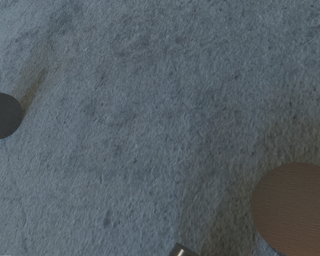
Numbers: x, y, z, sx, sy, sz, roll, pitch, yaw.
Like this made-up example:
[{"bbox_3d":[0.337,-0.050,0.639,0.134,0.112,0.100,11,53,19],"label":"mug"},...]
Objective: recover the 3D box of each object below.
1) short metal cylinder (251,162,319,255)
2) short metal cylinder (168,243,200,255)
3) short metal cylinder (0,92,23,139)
[{"bbox_3d":[0.126,0.077,0.274,0.080,0.050,0.080,-13,56,20],"label":"short metal cylinder"},{"bbox_3d":[0.034,0.143,0.262,0.080,0.080,0.050,25,75,36],"label":"short metal cylinder"},{"bbox_3d":[-0.288,-0.025,0.532,0.050,0.080,0.080,17,70,34],"label":"short metal cylinder"}]
